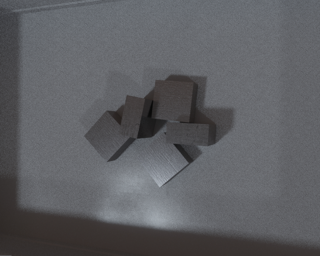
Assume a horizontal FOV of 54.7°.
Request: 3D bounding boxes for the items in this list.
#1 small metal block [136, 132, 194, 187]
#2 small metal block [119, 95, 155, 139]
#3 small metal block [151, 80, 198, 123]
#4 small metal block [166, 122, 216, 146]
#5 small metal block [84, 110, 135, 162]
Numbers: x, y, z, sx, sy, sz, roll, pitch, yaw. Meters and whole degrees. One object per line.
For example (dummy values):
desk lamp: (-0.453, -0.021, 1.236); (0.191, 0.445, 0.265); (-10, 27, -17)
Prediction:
small metal block: (0.007, 0.041, 0.405); (0.050, 0.025, 0.050); (-42, 77, 15)
small metal block: (-0.026, -0.014, 0.403); (0.025, 0.050, 0.050); (13, 95, 19)
small metal block: (0.019, -0.034, 0.401); (0.050, 0.025, 0.050); (7, 92, 19)
small metal block: (0.039, 0.007, 0.380); (0.050, 0.050, 0.025); (3, 91, 19)
small metal block: (-0.068, 0.011, 0.431); (0.050, 0.025, 0.050); (-46, 76, 14)
